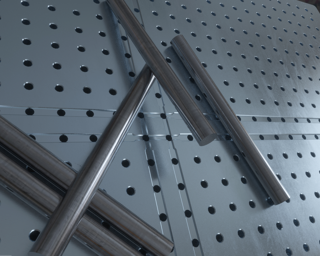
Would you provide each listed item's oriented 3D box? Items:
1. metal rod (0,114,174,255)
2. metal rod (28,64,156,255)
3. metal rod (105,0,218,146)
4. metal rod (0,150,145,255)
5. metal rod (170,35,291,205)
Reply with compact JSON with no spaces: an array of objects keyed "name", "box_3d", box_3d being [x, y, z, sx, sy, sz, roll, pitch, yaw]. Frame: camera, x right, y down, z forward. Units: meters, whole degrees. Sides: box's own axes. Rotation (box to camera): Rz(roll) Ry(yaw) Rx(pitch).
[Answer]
[{"name":"metal rod","box_3d":[-0.112,0.042,0.322,0.301,0.025,0.025,37,51,-4]},{"name":"metal rod","box_3d":[-0.052,0.008,0.353,0.025,0.025,0.301,32,44,-8]},{"name":"metal rod","box_3d":[-0.011,-0.101,0.432,0.025,0.025,0.299,-12,58,-33]},{"name":"metal rod","box_3d":[-0.099,0.081,0.305,0.301,0.025,0.025,37,51,-4]},{"name":"metal rod","box_3d":[0.101,-0.021,0.477,0.025,0.025,0.299,-20,72,-36]}]
